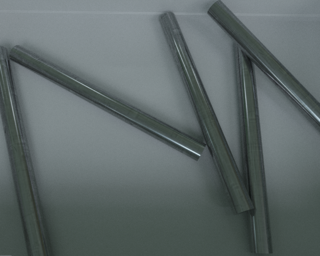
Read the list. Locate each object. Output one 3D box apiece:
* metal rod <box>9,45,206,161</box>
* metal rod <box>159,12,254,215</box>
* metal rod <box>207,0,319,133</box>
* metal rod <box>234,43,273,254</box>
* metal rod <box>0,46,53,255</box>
[{"bbox_3d":[-0.077,-0.038,0.422,0.301,0.025,0.025,28,73,9],"label":"metal rod"},{"bbox_3d":[0.054,-0.035,0.415,0.025,0.025,0.299,-16,68,-6],"label":"metal rod"},{"bbox_3d":[0.172,-0.057,0.412,0.025,0.025,0.300,-38,81,-13],"label":"metal rod"},{"bbox_3d":[0.120,0.004,0.408,0.025,0.025,0.299,1,70,0],"label":"metal rod"},{"bbox_3d":[-0.184,0.021,0.400,0.025,0.025,0.299,-18,71,-7],"label":"metal rod"}]
